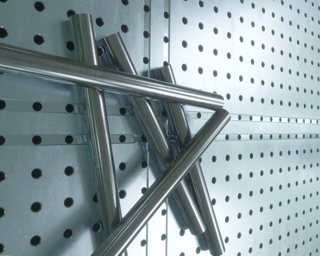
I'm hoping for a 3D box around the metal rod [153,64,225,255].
[{"bbox_3d":[0.047,0.056,0.450,0.025,0.025,0.298,-29,108,-37],"label":"metal rod"}]

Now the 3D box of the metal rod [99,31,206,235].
[{"bbox_3d":[-0.001,0.021,0.409,0.025,0.025,0.299,-38,113,-34],"label":"metal rod"}]

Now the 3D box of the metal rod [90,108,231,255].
[{"bbox_3d":[0.003,0.074,0.381,0.301,0.025,0.025,-46,118,-30],"label":"metal rod"}]

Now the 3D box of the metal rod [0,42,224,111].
[{"bbox_3d":[-0.032,-0.049,0.352,0.302,0.025,0.025,6,86,-40],"label":"metal rod"}]

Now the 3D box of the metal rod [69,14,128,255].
[{"bbox_3d":[-0.067,0.026,0.354,0.025,0.025,0.298,-13,98,-40],"label":"metal rod"}]
